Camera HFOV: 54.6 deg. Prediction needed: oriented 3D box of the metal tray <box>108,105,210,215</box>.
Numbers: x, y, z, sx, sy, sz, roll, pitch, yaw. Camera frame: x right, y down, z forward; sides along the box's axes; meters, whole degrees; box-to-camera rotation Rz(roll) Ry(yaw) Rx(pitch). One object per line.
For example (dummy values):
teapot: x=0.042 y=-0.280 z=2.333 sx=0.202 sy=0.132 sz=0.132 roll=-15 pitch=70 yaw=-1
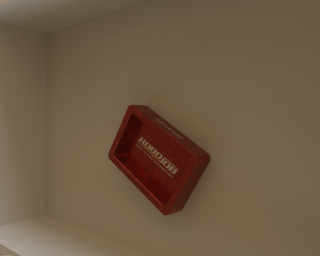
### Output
metal tray: x=-0.007 y=0.038 z=0.410 sx=0.130 sy=0.030 sz=0.089 roll=39 pitch=114 yaw=33
